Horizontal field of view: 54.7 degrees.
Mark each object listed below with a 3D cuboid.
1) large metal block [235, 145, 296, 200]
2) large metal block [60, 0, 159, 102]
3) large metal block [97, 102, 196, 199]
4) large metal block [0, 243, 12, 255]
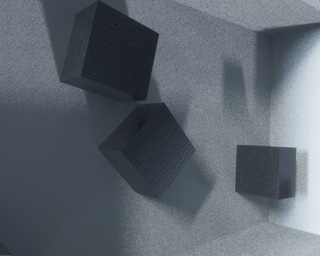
[{"bbox_3d":[0.176,0.070,0.518,0.050,0.080,0.080,4,88,-40],"label":"large metal block"},{"bbox_3d":[-0.054,-0.079,0.344,0.081,0.050,0.080,17,79,-39],"label":"large metal block"},{"bbox_3d":[-0.013,0.026,0.379,0.080,0.050,0.080,-50,120,-28],"label":"large metal block"},{"bbox_3d":[-0.160,0.102,0.237,0.050,0.080,0.080,-52,121,-27],"label":"large metal block"}]
